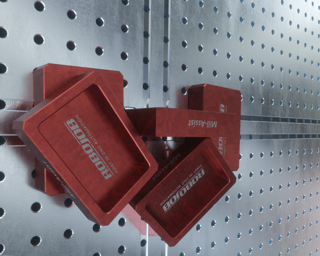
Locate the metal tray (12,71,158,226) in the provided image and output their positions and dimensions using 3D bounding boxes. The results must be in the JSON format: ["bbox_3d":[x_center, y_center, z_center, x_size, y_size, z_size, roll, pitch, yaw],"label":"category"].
[{"bbox_3d":[-0.066,0.021,0.310,0.090,0.030,0.130,-46,118,-31],"label":"metal tray"}]

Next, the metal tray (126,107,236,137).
[{"bbox_3d":[0.020,-0.005,0.384,0.131,0.090,0.030,2,89,-40],"label":"metal tray"}]

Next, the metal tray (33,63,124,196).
[{"bbox_3d":[-0.085,0.001,0.336,0.091,0.030,0.129,-1,92,-40],"label":"metal tray"}]

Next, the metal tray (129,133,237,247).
[{"bbox_3d":[0.032,0.081,0.411,0.130,0.030,0.090,-42,118,-13],"label":"metal tray"}]

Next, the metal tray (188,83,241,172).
[{"bbox_3d":[0.085,0.002,0.479,0.091,0.030,0.129,4,88,-40],"label":"metal tray"}]
